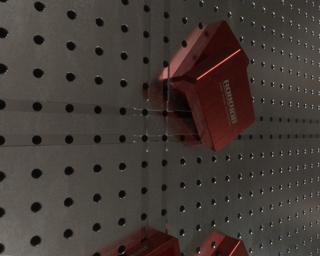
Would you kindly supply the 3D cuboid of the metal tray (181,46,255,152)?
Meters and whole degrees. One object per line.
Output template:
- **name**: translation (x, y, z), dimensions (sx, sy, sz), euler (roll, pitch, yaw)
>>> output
- **metal tray**: translation (0.089, -0.040, 0.450), dimensions (0.090, 0.030, 0.129), euler (-36, 128, -19)

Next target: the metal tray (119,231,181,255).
- **metal tray**: translation (-0.027, 0.200, 0.385), dimensions (0.131, 0.030, 0.089), euler (-17, 101, -39)

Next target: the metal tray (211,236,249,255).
- **metal tray**: translation (0.099, 0.251, 0.493), dimensions (0.131, 0.030, 0.090), euler (-39, 114, -33)

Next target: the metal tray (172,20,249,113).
- **metal tray**: translation (0.083, -0.090, 0.478), dimensions (0.090, 0.030, 0.130), euler (48, 62, -30)
